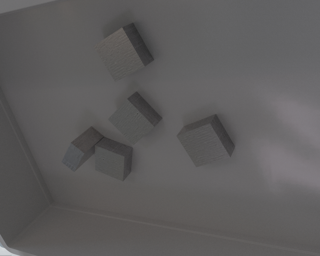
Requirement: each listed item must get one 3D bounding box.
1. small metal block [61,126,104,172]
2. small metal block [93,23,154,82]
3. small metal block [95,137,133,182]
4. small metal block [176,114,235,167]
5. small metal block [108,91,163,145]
[{"bbox_3d":[-0.118,0.032,0.475,0.025,0.050,0.050,39,129,2],"label":"small metal block"},{"bbox_3d":[-0.044,-0.091,0.376,0.050,0.025,0.050,-20,108,35],"label":"small metal block"},{"bbox_3d":[-0.071,0.048,0.476,0.050,0.025,0.050,19,126,17],"label":"small metal block"},{"bbox_3d":[0.058,0.017,0.389,0.050,0.025,0.050,-23,106,36],"label":"small metal block"},{"bbox_3d":[-0.034,-0.012,0.419,0.050,0.025,0.050,46,129,-4],"label":"small metal block"}]
